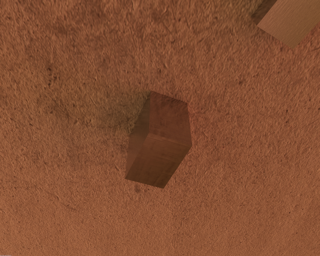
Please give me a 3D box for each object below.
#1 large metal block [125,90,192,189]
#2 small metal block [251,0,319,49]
[{"bbox_3d":[-0.004,0.014,0.383,0.050,0.080,0.079,18,128,-15],"label":"large metal block"},{"bbox_3d":[0.130,-0.116,0.310,0.050,0.025,0.050,24,126,-19],"label":"small metal block"}]
